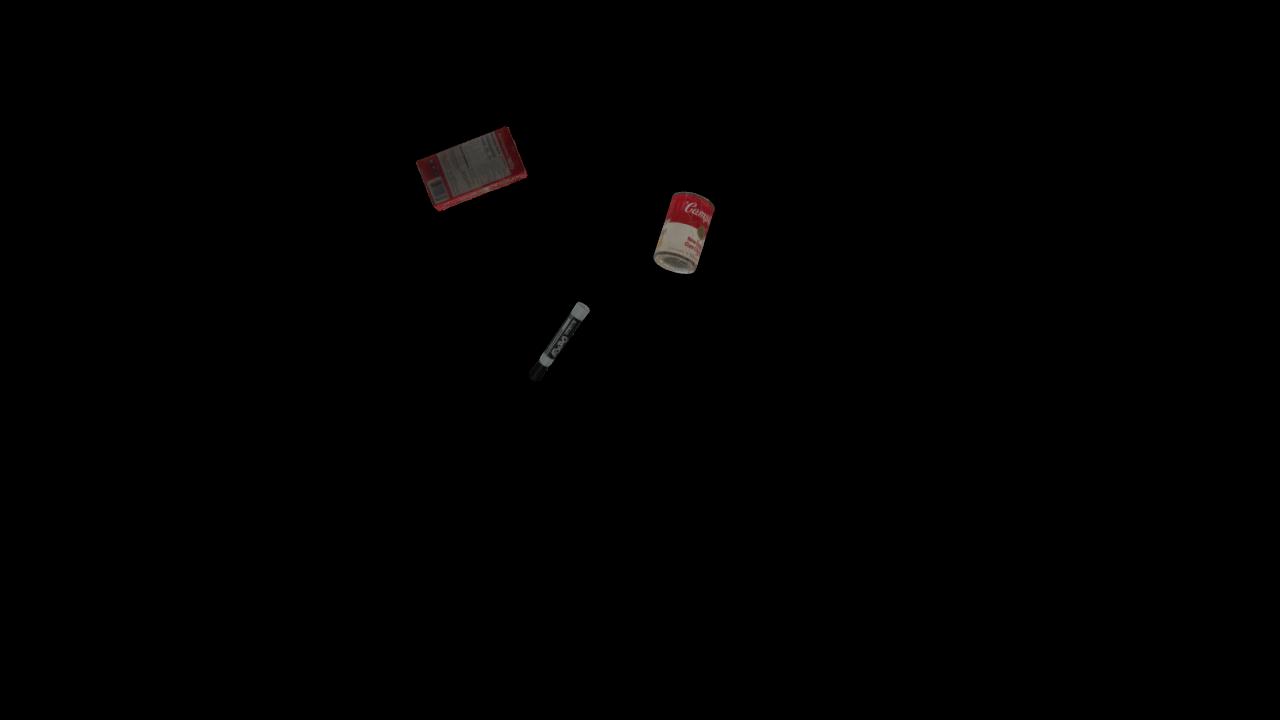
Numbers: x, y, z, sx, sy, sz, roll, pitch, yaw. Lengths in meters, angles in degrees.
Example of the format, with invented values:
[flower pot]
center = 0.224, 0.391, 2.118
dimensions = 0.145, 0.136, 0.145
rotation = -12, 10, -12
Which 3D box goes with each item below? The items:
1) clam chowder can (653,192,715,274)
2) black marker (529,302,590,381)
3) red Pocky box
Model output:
[clam chowder can]
center = 0.065, -0.187, 0.911
dimensions = 0.068, 0.102, 0.068
rotation = 17, -11, 3
[black marker]
center = -0.103, -0.020, 0.769
dimensions = 0.020, 0.121, 0.020
rotation = 33, 20, -13
[red Pocky box]
center = -0.262, -0.299, 0.965
dimensions = 0.155, 0.083, 0.028
rotation = -22, -6, -2
